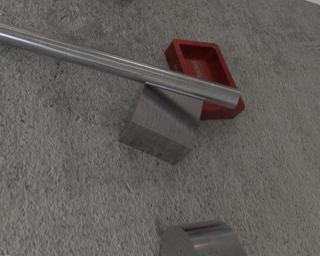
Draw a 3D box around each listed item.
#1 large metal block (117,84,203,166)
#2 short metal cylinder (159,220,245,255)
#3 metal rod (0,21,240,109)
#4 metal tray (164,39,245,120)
[{"bbox_3d":[0.002,-0.010,0.395,0.080,0.050,0.080,25,53,-13],"label":"large metal block"},{"bbox_3d":[0.040,0.135,0.307,0.050,0.080,0.080,2,61,-27],"label":"short metal cylinder"},{"bbox_3d":[-0.053,-0.075,0.371,0.302,0.025,0.025,16,54,0],"label":"metal rod"},{"bbox_3d":[0.068,-0.076,0.483,0.091,0.030,0.130,-3,63,-30],"label":"metal tray"}]
